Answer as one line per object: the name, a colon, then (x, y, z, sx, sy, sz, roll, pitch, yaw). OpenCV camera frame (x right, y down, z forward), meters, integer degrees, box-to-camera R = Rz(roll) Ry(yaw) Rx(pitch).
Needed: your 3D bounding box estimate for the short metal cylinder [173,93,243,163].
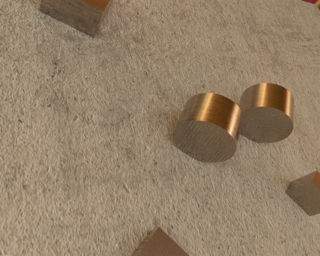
short metal cylinder: (0.063, 0.001, 0.404, 0.080, 0.080, 0.050, 31, 52, -9)

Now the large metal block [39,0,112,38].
large metal block: (-0.113, -0.189, 0.443, 0.080, 0.050, 0.080, 24, 53, -14)

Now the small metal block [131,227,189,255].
small metal block: (-0.002, 0.140, 0.318, 0.050, 0.025, 0.050, 44, 51, 1)

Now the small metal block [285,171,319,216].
small metal block: (0.224, 0.097, 0.452, 0.050, 0.050, 0.025, 45, 51, 2)

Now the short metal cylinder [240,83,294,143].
short metal cylinder: (0.160, -0.022, 0.470, 0.080, 0.080, 0.050, 29, 52, -10)
